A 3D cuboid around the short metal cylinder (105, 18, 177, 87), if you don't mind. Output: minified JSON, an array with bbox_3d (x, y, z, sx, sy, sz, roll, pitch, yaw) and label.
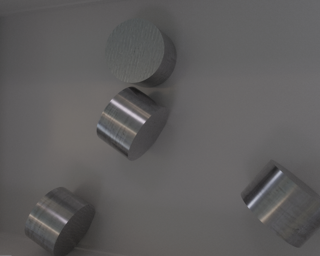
[{"bbox_3d":[-0.024,-0.096,0.406,0.080,0.050,0.080,0,90,20],"label":"short metal cylinder"}]

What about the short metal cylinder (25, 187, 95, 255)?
[{"bbox_3d":[-0.136,0.129,0.429,0.050,0.080,0.080,27,99,18],"label":"short metal cylinder"}]

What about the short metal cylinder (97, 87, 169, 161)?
[{"bbox_3d":[-0.033,-0.005,0.393,0.050,0.080,0.080,34,101,17],"label":"short metal cylinder"}]

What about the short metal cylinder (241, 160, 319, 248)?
[{"bbox_3d":[0.135,0.079,0.333,0.080,0.080,0.050,41,103,15],"label":"short metal cylinder"}]
